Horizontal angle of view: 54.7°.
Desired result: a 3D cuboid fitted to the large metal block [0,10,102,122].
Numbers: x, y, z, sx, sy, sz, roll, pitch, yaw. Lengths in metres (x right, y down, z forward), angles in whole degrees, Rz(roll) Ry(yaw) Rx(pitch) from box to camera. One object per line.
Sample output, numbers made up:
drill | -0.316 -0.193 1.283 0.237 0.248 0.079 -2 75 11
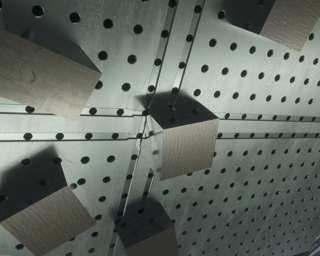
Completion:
large metal block | -0.110 -0.057 0.281 0.080 0.080 0.050 21 107 -36

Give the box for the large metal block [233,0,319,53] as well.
large metal block | 0.153 -0.150 0.388 0.081 0.050 0.079 9 114 -33

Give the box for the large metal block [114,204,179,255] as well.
large metal block | -0.020 0.181 0.498 0.081 0.050 0.079 -20 127 -17

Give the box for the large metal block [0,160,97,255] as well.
large metal block | -0.137 0.100 0.383 0.080 0.050 0.080 -29 129 -10

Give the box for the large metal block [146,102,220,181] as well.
large metal block | 0.028 0.017 0.423 0.081 0.050 0.079 -11 123 -23
